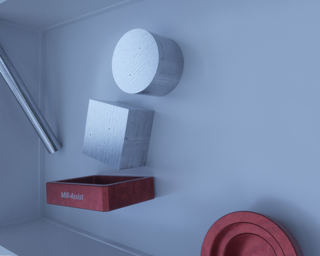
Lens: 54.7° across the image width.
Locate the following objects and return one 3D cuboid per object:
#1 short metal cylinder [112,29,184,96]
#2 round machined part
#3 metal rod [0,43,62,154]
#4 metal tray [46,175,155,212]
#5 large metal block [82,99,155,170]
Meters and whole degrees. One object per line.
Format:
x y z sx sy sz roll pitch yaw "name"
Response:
-0.016 -0.083 0.402 0.080 0.050 0.079 0 90 39 "short metal cylinder"
0.093 0.134 0.307 0.098 0.042 0.098 -15 65 34 "round machined part"
-0.253 -0.089 0.524 0.025 0.025 0.299 -14 109 39 "metal rod"
-0.084 0.087 0.431 0.130 0.091 0.030 -6 87 39 "metal tray"
-0.060 0.007 0.438 0.080 0.050 0.079 16 100 38 "large metal block"
